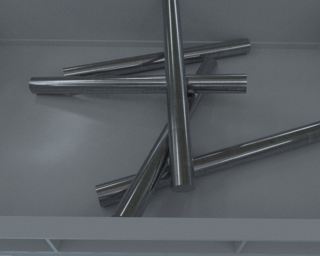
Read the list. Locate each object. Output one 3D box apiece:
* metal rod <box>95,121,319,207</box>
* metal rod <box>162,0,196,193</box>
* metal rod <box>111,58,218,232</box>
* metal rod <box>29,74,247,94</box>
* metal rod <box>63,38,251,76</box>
[{"bbox_3d":[0.075,0.038,0.373,0.302,0.025,0.025,-15,52,-13],"label":"metal rod"},{"bbox_3d":[0.019,-0.068,0.386,0.025,0.025,0.299,-1,60,-1],"label":"metal rod"},{"bbox_3d":[0.023,-0.006,0.388,0.025,0.025,0.301,18,45,14],"label":"metal rod"},{"bbox_3d":[-0.038,-0.059,0.423,0.301,0.025,0.025,1,50,13],"label":"metal rod"},{"bbox_3d":[0.002,-0.109,0.496,0.302,0.025,0.025,-12,51,-11],"label":"metal rod"}]
